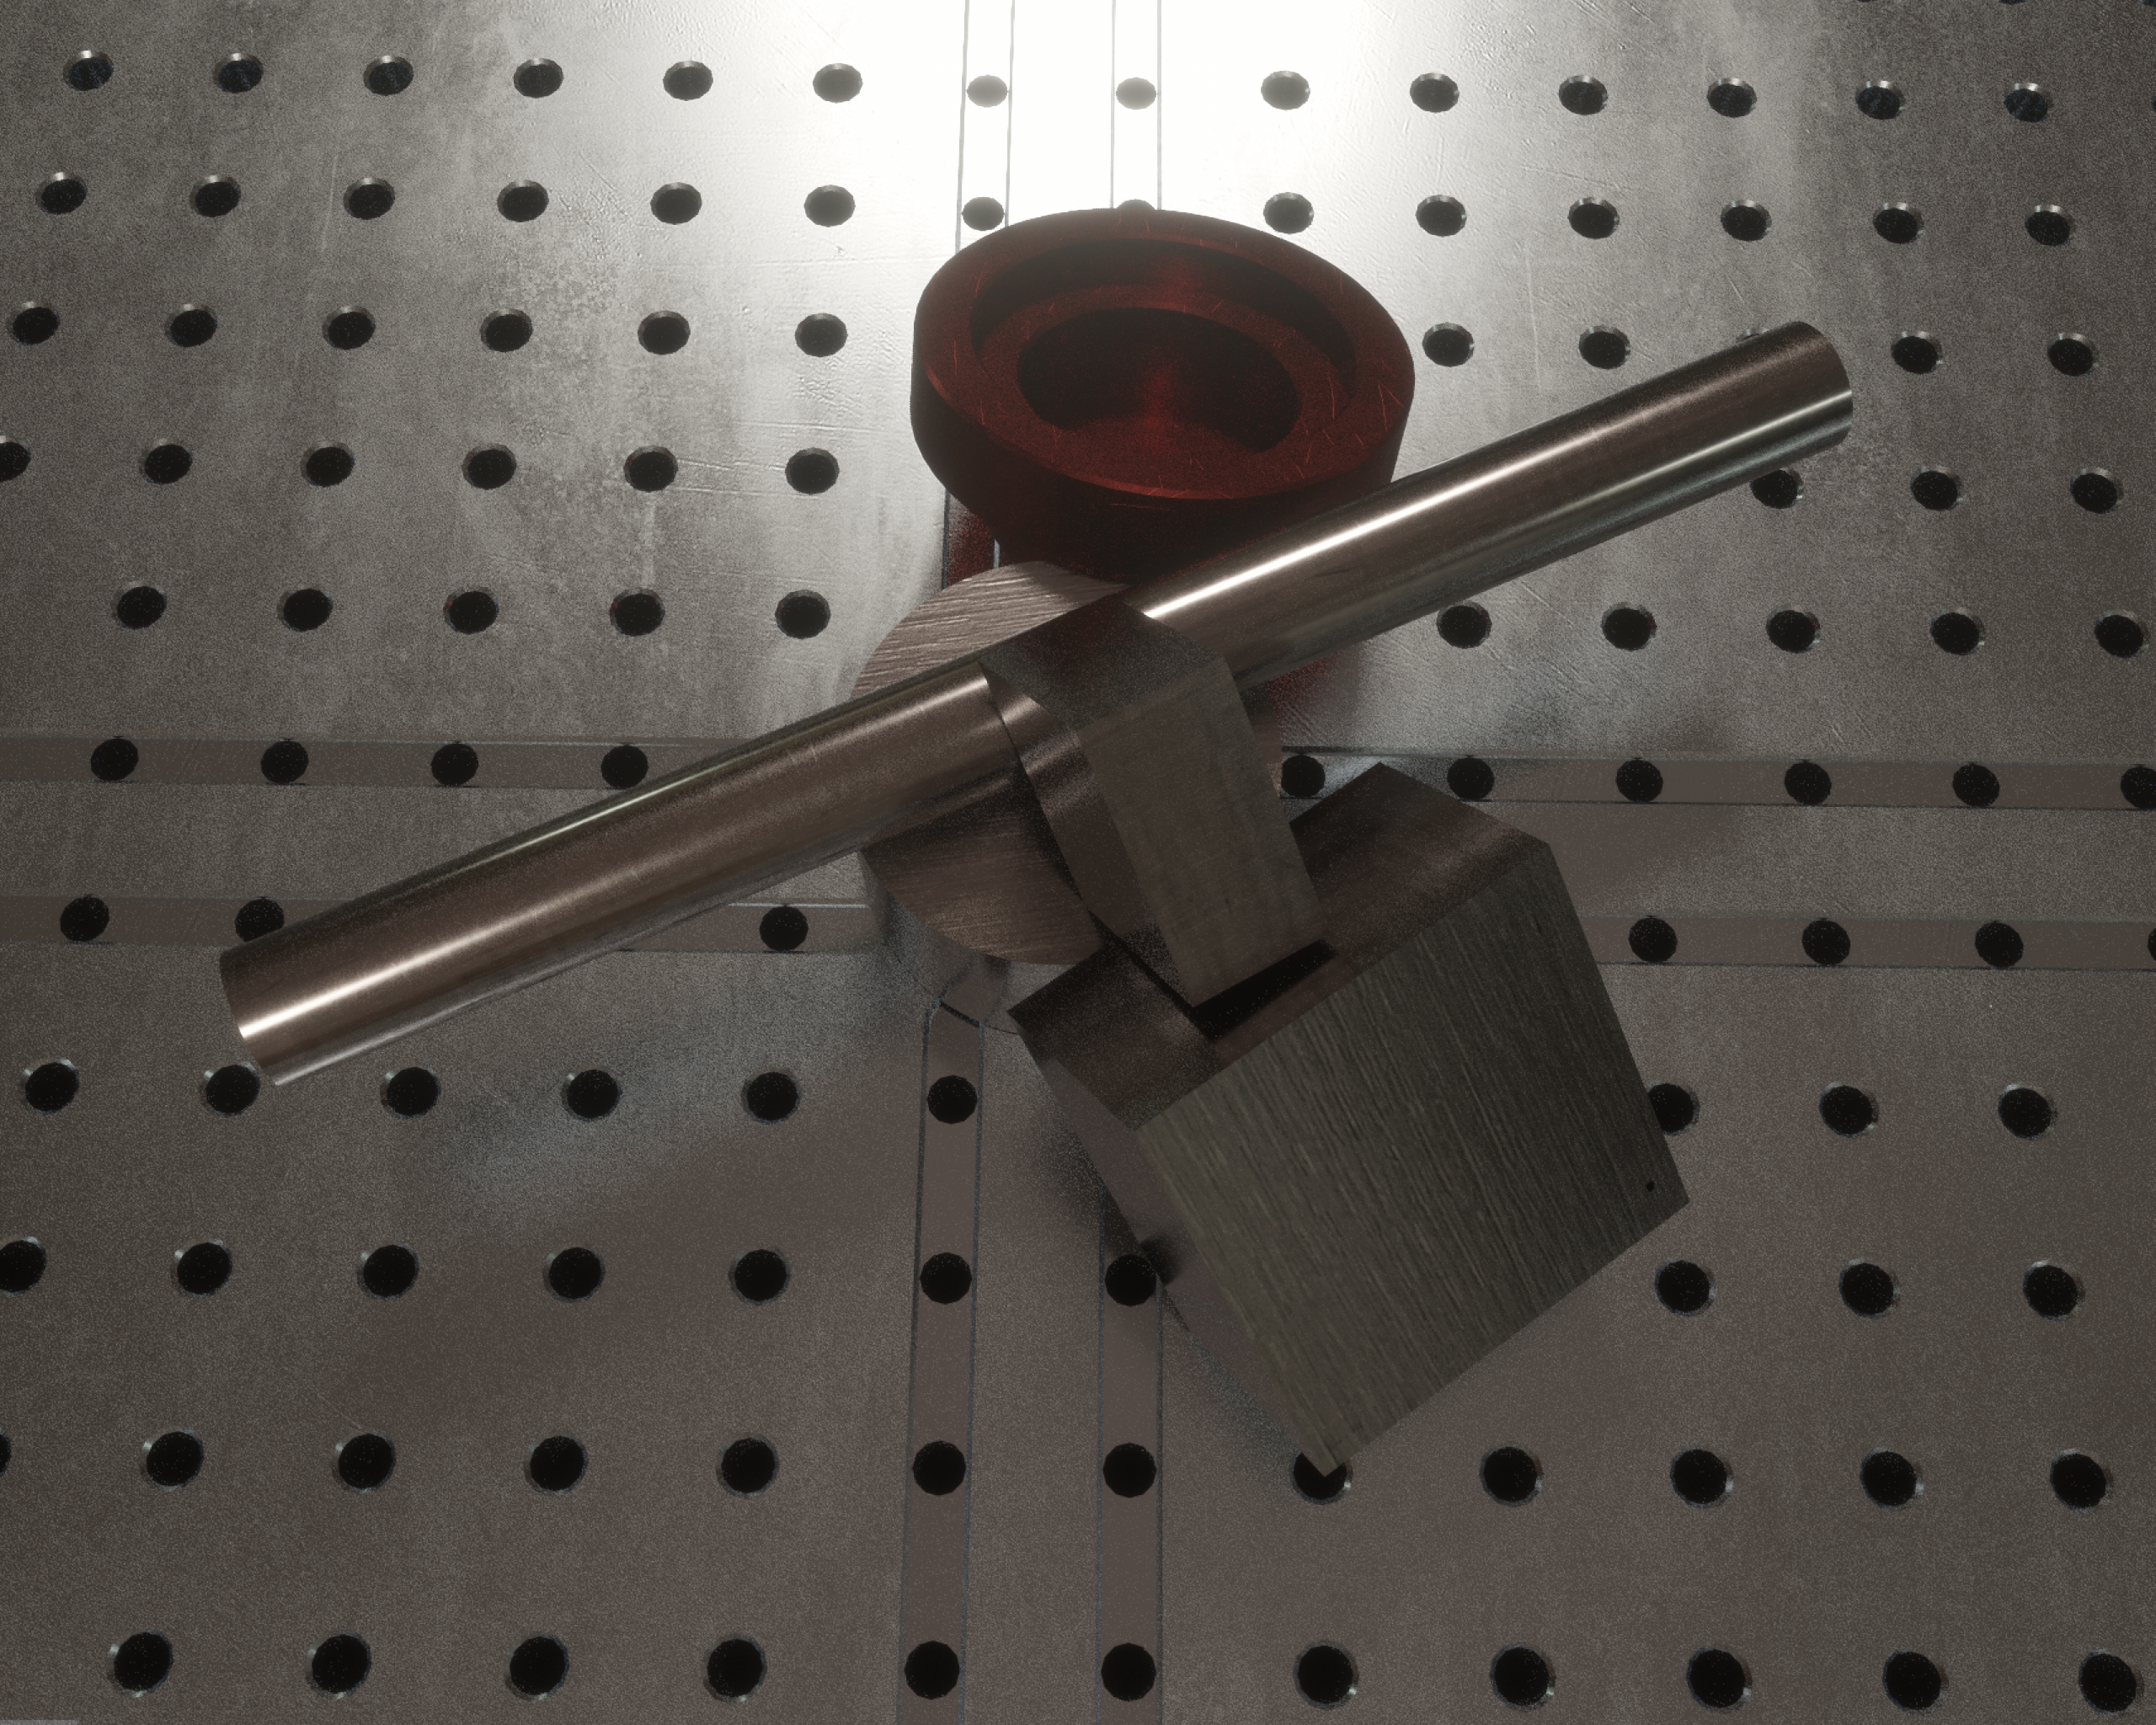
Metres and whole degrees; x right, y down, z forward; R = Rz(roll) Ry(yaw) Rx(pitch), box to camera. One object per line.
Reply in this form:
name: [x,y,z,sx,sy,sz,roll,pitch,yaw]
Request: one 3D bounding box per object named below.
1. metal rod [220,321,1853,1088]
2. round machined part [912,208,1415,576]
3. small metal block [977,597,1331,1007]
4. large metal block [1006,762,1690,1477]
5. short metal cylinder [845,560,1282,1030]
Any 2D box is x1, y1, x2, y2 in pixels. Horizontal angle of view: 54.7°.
metal rod: [0.001,-0.032,0.370,0.302,0.025,0.025,-23,72,-9]
round machined part: [0.015,-0.088,0.423,0.099,0.042,0.098,4,47,-4]
small metal block: [0.012,-0.011,0.338,0.025,0.050,0.050,-28,115,-10]
large metal block: [0.047,0.042,0.359,0.080,0.050,0.080,-34,118,-11]
short metal cylinder: [-0.003,-0.011,0.402,0.081,0.050,0.080,0,70,0]
